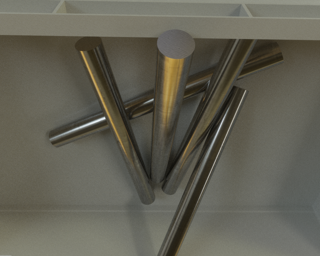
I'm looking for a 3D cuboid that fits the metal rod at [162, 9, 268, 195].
[{"bbox_3d":[0.050,-0.002,0.383,0.025,0.025,0.298,10,137,-9],"label":"metal rod"}]

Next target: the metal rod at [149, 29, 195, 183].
[{"bbox_3d":[0.003,0.008,0.338,0.025,0.025,0.299,2,155,-2],"label":"metal rod"}]

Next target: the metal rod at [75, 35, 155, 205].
[{"bbox_3d":[-0.043,0.018,0.395,0.025,0.025,0.299,-7,139,5],"label":"metal rod"}]

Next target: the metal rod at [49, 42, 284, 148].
[{"bbox_3d":[-0.005,-0.034,0.379,0.301,0.025,0.025,-20,128,15],"label":"metal rod"}]

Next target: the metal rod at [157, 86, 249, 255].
[{"bbox_3d":[0.044,0.087,0.406,0.025,0.025,0.298,17,104,-15],"label":"metal rod"}]
